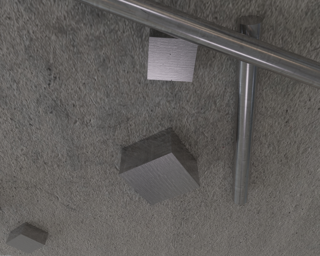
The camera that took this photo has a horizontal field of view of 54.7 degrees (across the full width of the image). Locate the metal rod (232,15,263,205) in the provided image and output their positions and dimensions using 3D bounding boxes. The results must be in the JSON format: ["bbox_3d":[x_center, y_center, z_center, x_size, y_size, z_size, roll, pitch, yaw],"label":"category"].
[{"bbox_3d":[0.111,0.003,0.410,0.025,0.025,0.298,-6,130,5],"label":"metal rod"}]

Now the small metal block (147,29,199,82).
[{"bbox_3d":[0.013,-0.080,0.339,0.050,0.025,0.050,3,130,-3],"label":"small metal block"}]

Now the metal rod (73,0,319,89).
[{"bbox_3d":[0.033,-0.096,0.302,0.302,0.025,0.025,18,128,-6],"label":"metal rod"}]

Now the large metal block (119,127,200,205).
[{"bbox_3d":[0.001,0.056,0.438,0.080,0.050,0.080,-25,126,19],"label":"large metal block"}]

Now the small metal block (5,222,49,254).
[{"bbox_3d":[-0.249,0.207,0.581,0.050,0.025,0.050,-33,123,25],"label":"small metal block"}]
